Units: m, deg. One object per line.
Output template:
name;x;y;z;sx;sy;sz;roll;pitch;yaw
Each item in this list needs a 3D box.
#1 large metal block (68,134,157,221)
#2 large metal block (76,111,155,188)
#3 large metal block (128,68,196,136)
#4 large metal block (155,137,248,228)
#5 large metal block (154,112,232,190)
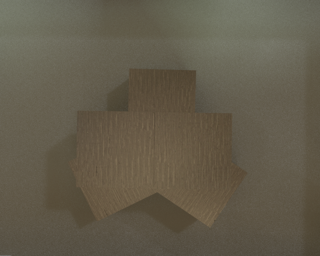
large metal block;-0.057;0.059;0.397;0.080;0.050;0.080;-26;90;0
large metal block;-0.046;0.022;0.347;0.081;0.050;0.080;1;90;0
large metal block;0.002;-0.031;0.397;0.081;0.050;0.080;2;90;0
large metal block;0.050;0.064;0.396;0.080;0.050;0.080;34;90;0
large metal block;0.034;0.024;0.346;0.081;0.050;0.080;1;90;0
